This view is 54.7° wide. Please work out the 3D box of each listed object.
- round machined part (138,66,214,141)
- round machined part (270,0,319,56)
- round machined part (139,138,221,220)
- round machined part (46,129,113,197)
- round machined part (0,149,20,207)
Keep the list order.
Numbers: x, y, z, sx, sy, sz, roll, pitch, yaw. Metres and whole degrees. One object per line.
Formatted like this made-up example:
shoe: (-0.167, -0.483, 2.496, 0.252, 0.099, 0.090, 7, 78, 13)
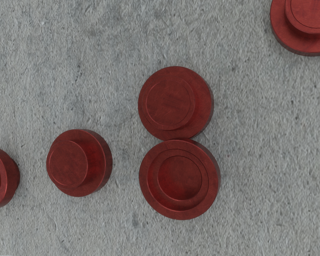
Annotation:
round machined part: (0.016, -0.030, 0.394, 0.098, 0.042, 0.097, 0, 90, 20)
round machined part: (0.172, -0.131, 0.339, 0.098, 0.042, 0.097, 0, 90, 20)
round machined part: (0.027, 0.061, 0.387, 0.098, 0.042, 0.097, 2, 96, 19)
round machined part: (-0.122, 0.050, 0.443, 0.098, 0.042, 0.097, 0, 90, 20)
round machined part: (-0.265, 0.079, 0.494, 0.098, 0.042, 0.097, 0, 90, 20)
